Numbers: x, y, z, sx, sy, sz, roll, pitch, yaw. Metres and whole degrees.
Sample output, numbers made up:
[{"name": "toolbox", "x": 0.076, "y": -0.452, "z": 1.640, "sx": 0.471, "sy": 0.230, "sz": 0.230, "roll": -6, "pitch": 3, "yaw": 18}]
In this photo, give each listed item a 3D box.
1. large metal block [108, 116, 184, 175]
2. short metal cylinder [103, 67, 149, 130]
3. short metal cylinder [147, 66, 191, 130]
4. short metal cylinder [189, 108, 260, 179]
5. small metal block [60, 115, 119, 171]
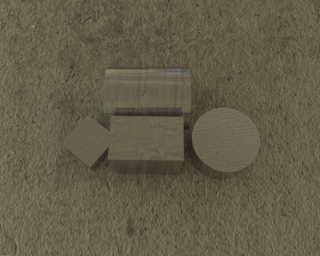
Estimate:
[{"name": "large metal block", "x": -0.015, "y": 0.024, "z": 0.372, "sx": 0.081, "sy": 0.080, "sz": 0.050, "roll": 1, "pitch": 70, "yaw": 0}, {"name": "short metal cylinder", "x": -0.040, "y": -0.037, "z": 0.394, "sx": 0.050, "sy": 0.080, "sz": 0.080, "roll": 1, "pitch": 70, "yaw": 0}, {"name": "short metal cylinder", "x": 0.011, "y": -0.038, "z": 0.394, "sx": 0.050, "sy": 0.080, "sz": 0.080, "roll": 1, "pitch": 70, "yaw": 0}, {"name": "short metal cylinder", "x": 0.078, "y": 0.021, "z": 0.389, "sx": 0.081, "sy": 0.050, "sz": 0.080, "roll": 0, "pitch": 70, "yaw": 0}, {"name": "small metal block", "x": -0.090, "y": 0.020, "z": 0.402, "sx": 0.050, "sy": 0.025, "sz": 0.050, "roll": 36, "pitch": 74, "yaw": 12}]
